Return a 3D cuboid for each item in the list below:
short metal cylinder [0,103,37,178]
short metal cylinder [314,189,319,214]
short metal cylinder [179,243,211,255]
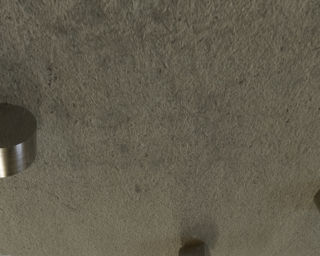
[{"bbox_3d":[-0.195,0.014,0.381,0.081,0.080,0.050,11,129,-10],"label":"short metal cylinder"},{"bbox_3d":[0.302,0.129,0.504,0.081,0.050,0.079,0,130,0],"label":"short metal cylinder"},{"bbox_3d":[0.072,0.270,0.601,0.050,0.080,0.080,-15,129,12],"label":"short metal cylinder"}]
